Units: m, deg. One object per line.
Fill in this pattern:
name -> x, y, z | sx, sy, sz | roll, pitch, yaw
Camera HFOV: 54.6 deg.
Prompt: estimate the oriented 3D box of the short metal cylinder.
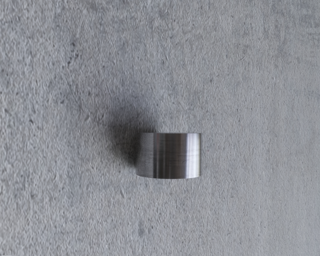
short metal cylinder -> 0.011, 0.031, 0.377 | 0.081, 0.080, 0.050 | 1, 90, -40
